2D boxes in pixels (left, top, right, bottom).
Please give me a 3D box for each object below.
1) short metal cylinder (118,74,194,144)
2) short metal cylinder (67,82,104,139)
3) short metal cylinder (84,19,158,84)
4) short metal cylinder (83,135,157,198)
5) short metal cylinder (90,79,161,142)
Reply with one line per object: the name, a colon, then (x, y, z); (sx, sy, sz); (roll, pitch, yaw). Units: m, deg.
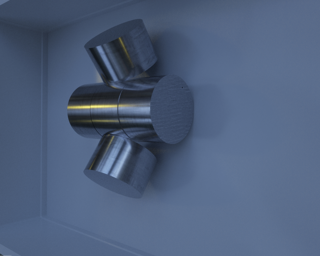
short metal cylinder: (-0.003, -0.022, 0.372); (0.050, 0.081, 0.079); (2, 91, 40)
short metal cylinder: (-0.081, -0.024, 0.436); (0.050, 0.081, 0.079); (2, 91, 40)
short metal cylinder: (-0.049, -0.099, 0.400); (0.080, 0.080, 0.050); (3, 129, 40)
short metal cylinder: (-0.051, 0.051, 0.401); (0.080, 0.080, 0.050); (0, 56, 40)
short metal cylinder: (-0.042, -0.023, 0.404); (0.050, 0.081, 0.079); (2, 91, 40)
